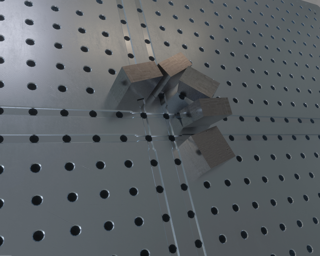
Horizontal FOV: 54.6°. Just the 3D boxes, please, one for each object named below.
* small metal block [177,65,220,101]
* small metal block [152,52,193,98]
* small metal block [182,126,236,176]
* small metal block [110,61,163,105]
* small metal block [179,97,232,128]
[{"bbox_3d":[0.054,-0.058,0.446,0.050,0.050,0.025,31,79,7],"label":"small metal block"},{"bbox_3d":[0.012,-0.076,0.444,0.025,0.050,0.050,49,51,7],"label":"small metal block"},{"bbox_3d":[0.067,0.030,0.425,0.050,0.025,0.050,-19,72,-35],"label":"small metal block"},{"bbox_3d":[-0.032,-0.060,0.411,0.050,0.050,0.025,-19,72,-35],"label":"small metal block"},{"bbox_3d":[0.064,-0.021,0.436,0.050,0.050,0.025,-5,76,-31],"label":"small metal block"}]
